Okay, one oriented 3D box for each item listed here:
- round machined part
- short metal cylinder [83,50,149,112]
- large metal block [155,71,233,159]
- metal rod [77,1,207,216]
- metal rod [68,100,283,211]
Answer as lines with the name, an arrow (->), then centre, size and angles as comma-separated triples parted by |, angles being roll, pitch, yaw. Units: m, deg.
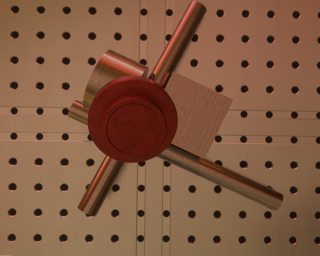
round machined part -> -0.029, -0.005, 0.339 | 0.099, 0.042, 0.097 | -3, 110, -7
short metal cylinder -> -0.054, -0.049, 0.384 | 0.050, 0.080, 0.080 | 25, 90, -1
large metal block -> 0.035, -0.016, 0.398 | 0.080, 0.050, 0.080 | 26, 90, -1
metal rod -> -0.019, -0.030, 0.394 | 0.025, 0.025, 0.299 | 28, 82, -1
metal rod -> 0.021, 0.037, 0.413 | 0.301, 0.025, 0.025 | 25, 90, -1
